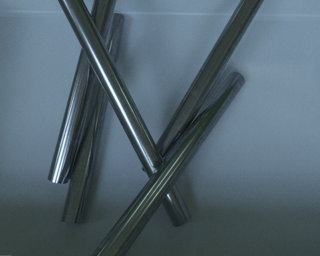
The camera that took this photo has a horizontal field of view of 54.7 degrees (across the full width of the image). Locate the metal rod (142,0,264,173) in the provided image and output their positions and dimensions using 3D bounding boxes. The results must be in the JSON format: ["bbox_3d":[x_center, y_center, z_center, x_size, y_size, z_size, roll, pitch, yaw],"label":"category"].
[{"bbox_3d":[0.063,-0.071,0.384,0.025,0.025,0.299,31,92,10],"label":"metal rod"}]

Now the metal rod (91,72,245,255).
[{"bbox_3d":[0.026,0.029,0.357,0.025,0.025,0.301,33,57,11],"label":"metal rod"}]

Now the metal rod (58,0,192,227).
[{"bbox_3d":[-0.040,-0.022,0.355,0.025,0.025,0.299,-27,96,-9],"label":"metal rod"}]

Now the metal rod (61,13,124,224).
[{"bbox_3d":[-0.086,-0.027,0.418,0.025,0.025,0.299,7,70,2],"label":"metal rod"}]

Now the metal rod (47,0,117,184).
[{"bbox_3d":[-0.086,-0.078,0.374,0.025,0.025,0.298,17,95,6],"label":"metal rod"}]
